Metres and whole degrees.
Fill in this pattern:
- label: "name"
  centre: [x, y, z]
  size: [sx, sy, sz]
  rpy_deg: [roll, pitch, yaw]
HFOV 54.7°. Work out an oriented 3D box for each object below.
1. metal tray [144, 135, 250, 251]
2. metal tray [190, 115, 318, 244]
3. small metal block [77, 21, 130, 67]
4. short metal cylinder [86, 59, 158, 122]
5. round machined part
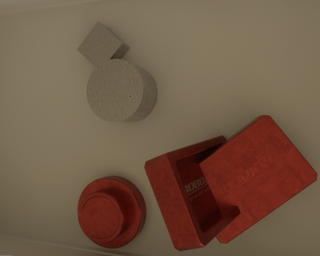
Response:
- label: "metal tray"
  centre: [0.048, 0.062, 0.336]
  size: [0.030, 0.131, 0.090]
  rpy_deg: [-26, 81, 35]
- label: "metal tray"
  centre: [0.096, 0.057, 0.357]
  size: [0.130, 0.030, 0.090]
  rpy_deg: [-38, 85, 6]
- label: "small metal block"
  centre: [-0.080, -0.112, 0.437]
  size: [0.050, 0.025, 0.050]
  rpy_deg: [45, 103, 14]
- label: "short metal cylinder"
  centre: [-0.049, -0.047, 0.414]
  size: [0.080, 0.050, 0.079]
  rpy_deg: [0, 90, 19]
- label: "round machined part"
  centre: [-0.072, 0.118, 0.426]
  size: [0.098, 0.042, 0.097]
  rpy_deg: [0, 90, 19]
